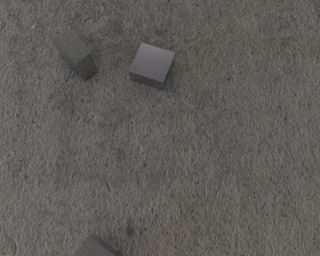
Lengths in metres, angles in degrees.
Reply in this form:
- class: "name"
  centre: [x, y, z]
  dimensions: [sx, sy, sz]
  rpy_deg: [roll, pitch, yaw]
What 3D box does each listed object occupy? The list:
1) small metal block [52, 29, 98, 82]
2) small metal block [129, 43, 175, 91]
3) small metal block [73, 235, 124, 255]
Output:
- class: "small metal block"
  centre: [-0.116, -0.099, 0.430]
  dimensions: [0.025, 0.050, 0.050]
  rpy_deg: [-41, 75, -13]
- class: "small metal block"
  centre: [-0.011, -0.087, 0.440]
  dimensions: [0.050, 0.025, 0.050]
  rpy_deg: [19, 71, 6]
- class: "small metal block"
  centre: [-0.062, 0.145, 0.341]
  dimensions: [0.050, 0.050, 0.025]
  rpy_deg: [33, 74, 11]
